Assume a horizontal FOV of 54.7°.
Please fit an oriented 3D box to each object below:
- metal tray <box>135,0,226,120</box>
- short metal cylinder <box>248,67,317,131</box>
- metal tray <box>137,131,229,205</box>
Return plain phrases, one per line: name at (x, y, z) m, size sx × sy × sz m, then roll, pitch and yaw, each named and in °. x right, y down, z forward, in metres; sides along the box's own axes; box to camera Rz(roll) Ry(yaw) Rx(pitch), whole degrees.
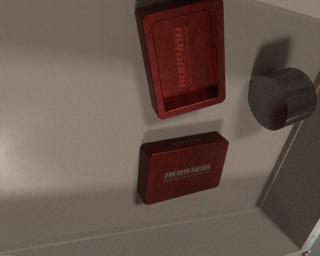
metal tray at (0.028, -0.081, 0.364) m, size 0.091 × 0.030 × 0.129 m, roll -17°, pitch 126°, yaw -9°
short metal cylinder at (0.173, -0.042, 0.444) m, size 0.050 × 0.080 × 0.079 m, roll -18°, pitch 126°, yaw -18°
metal tray at (0.034, 0.058, 0.462) m, size 0.131 × 0.030 × 0.089 m, roll -9°, pitch 122°, yaw -24°
